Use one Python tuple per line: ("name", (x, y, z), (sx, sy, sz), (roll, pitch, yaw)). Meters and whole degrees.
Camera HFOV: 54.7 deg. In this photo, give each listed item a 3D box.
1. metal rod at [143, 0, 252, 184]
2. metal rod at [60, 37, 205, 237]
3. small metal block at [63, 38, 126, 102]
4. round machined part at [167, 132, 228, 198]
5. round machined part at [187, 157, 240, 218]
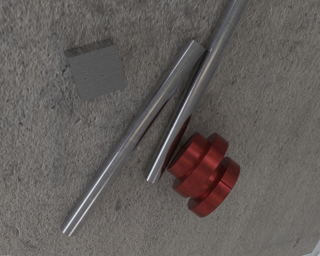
("metal rod", (0.049, -0.056, 0.398), (0.025, 0.025, 0.298), (13, 112, -34))
("metal rod", (-0.041, 0.020, 0.396), (0.025, 0.025, 0.299), (27, 104, -37))
("small metal block", (-0.069, -0.062, 0.331), (0.050, 0.025, 0.050), (-21, 127, -16))
("round machined part", (0.046, 0.044, 0.425), (0.042, 0.098, 0.098), (38, 99, 0))
("round machined part", (0.071, 0.080, 0.461), (0.042, 0.098, 0.098), (38, 99, 0))
